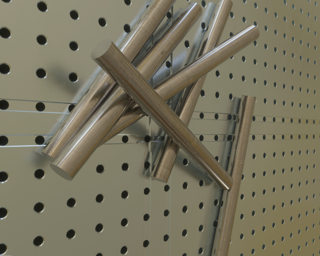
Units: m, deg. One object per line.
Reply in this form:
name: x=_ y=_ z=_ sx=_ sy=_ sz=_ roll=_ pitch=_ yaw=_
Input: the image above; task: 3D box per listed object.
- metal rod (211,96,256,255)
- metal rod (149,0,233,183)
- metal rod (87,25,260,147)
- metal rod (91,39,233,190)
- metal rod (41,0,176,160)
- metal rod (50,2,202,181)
metal rod: x=0.119 y=0.092 z=0.507 sx=0.025 sy=0.025 sz=0.299 roll=22 pitch=76 yaw=-38
metal rod: x=0.051 y=-0.065 z=0.449 sx=0.025 sy=0.025 sz=0.300 roll=34 pitch=69 yaw=-35
metal rod: x=0.033 y=-0.068 z=0.411 sx=0.302 sy=0.025 sz=0.025 roll=-36 pitch=113 yaw=-26
metal rod: x=0.024 y=0.006 z=0.389 sx=0.300 sy=0.025 sz=0.025 roll=45 pitch=63 yaw=-41
metal rod: x=-0.041 y=-0.089 z=0.373 sx=0.025 sy=0.025 sz=0.300 roll=45 pitch=63 yaw=-31
metal rod: x=-0.022 y=-0.064 z=0.371 sx=0.025 sy=0.025 sz=0.301 roll=52 pitch=54 yaw=-27
